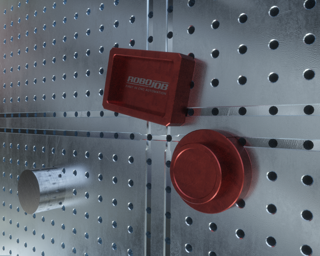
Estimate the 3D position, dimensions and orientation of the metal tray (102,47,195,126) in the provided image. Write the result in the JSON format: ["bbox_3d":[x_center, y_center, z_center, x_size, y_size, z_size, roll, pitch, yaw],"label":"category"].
[{"bbox_3d":[-0.021,-0.059,0.423,0.130,0.030,0.089,16,100,38],"label":"metal tray"}]

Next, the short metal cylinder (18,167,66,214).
[{"bbox_3d":[-0.220,0.114,0.575,0.080,0.050,0.079,0,90,40],"label":"short metal cylinder"}]

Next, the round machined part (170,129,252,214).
[{"bbox_3d":[0.050,0.050,0.357,0.098,0.042,0.097,0,90,40],"label":"round machined part"}]
